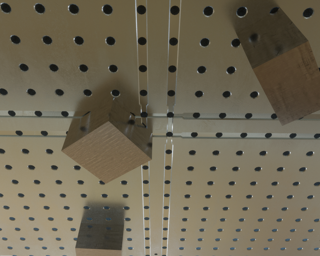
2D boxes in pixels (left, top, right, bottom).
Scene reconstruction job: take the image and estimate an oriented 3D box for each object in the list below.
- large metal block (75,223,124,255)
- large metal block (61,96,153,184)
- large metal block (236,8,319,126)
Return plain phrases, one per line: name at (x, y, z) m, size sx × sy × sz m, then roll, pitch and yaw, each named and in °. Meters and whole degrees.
large metal block at (-0.112, 0.226, 0.586) m, size 0.080 × 0.050 × 0.080 m, roll 5°, pitch 130°, yaw -4°
large metal block at (-0.067, 0.018, 0.410) m, size 0.080 × 0.050 × 0.080 m, roll -30°, pitch 124°, yaw 23°
large metal block at (0.126, -0.064, 0.322) m, size 0.050 × 0.080 × 0.080 m, roll -26°, pitch 125°, yaw 21°
